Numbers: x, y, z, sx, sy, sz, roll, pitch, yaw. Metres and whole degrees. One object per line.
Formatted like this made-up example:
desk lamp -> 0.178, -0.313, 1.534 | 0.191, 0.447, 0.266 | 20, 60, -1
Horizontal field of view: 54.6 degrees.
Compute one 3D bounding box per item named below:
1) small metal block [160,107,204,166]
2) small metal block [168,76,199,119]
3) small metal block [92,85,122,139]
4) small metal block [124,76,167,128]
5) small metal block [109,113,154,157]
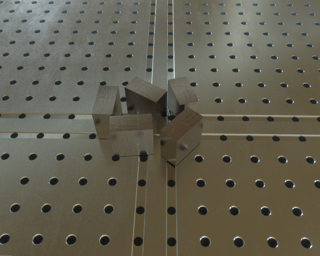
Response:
small metal block -> 0.027, 0.011, 0.382 | 0.025, 0.050, 0.050 | 34, 58, 26
small metal block -> 0.030, -0.033, 0.419 | 0.025, 0.050, 0.050 | -12, 50, -10
small metal block -> -0.068, -0.020, 0.408 | 0.025, 0.050, 0.050 | 3, 51, 3
small metal block -> -0.018, -0.035, 0.421 | 0.050, 0.050, 0.025 | 27, 56, 20
small metal block -> -0.034, 0.010, 0.383 | 0.050, 0.050, 0.025 | -4, 50, -3
